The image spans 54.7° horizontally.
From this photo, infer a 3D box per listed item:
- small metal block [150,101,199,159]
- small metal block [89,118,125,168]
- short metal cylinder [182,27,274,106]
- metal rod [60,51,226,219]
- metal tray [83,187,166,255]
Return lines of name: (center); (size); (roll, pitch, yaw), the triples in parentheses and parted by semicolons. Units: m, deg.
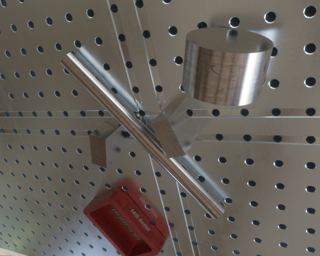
small metal block: (0.020, 0.002, 0.385); (0.025, 0.050, 0.050); (-15, 111, 34)
small metal block: (-0.075, 0.021, 0.445); (0.025, 0.050, 0.050); (16, 125, 19)
short metal cylinder: (0.064, -0.062, 0.303); (0.080, 0.080, 0.050); (16, 125, 19)
metal rod: (-0.020, 0.013, 0.428); (0.300, 0.025, 0.025); (46, 129, -5)
metal tray: (-0.063, 0.172, 0.545); (0.090, 0.030, 0.130); (-32, 101, 37)
